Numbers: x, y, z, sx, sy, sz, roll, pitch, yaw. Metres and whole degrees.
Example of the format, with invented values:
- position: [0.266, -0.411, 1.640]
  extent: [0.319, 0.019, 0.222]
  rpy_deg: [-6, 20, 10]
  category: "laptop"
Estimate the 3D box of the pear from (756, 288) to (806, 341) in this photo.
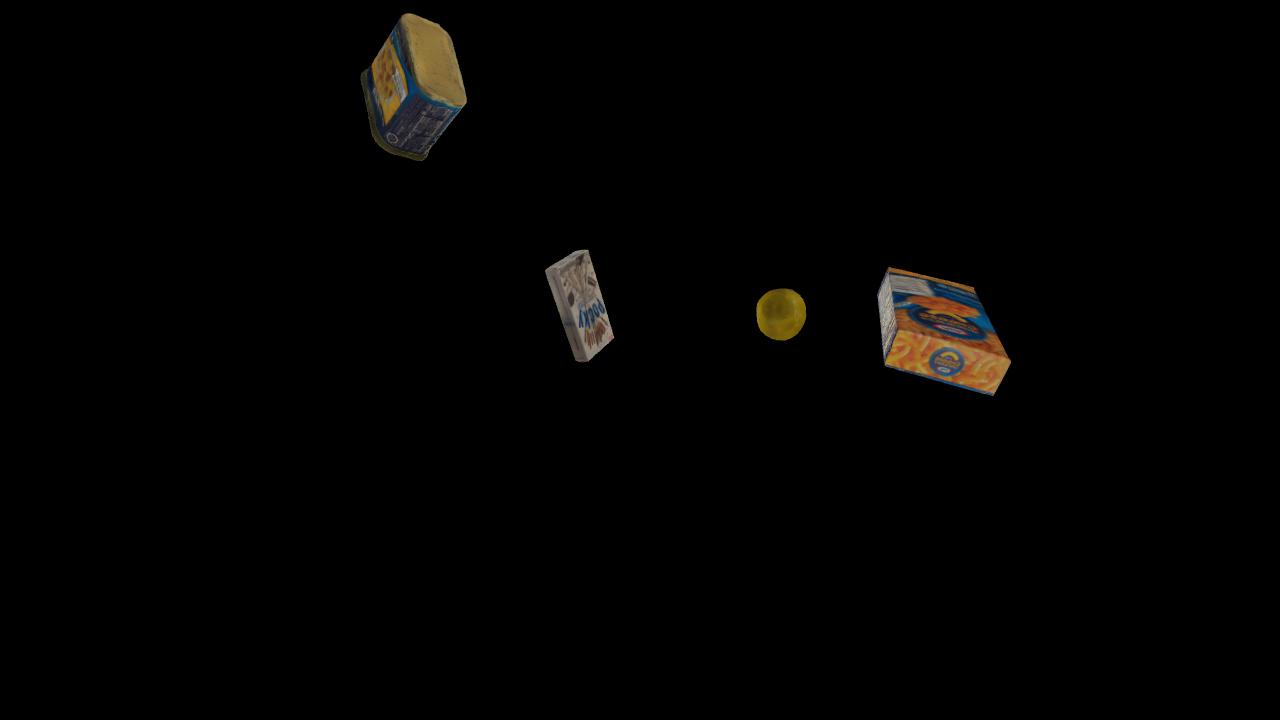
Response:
- position: [0.219, -0.065, 0.948]
  extent: [0.080, 0.080, 0.111]
  rpy_deg: [0, -7, 17]
  category: "pear"

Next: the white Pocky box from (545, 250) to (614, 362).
- position: [-0.090, -0.083, 0.942]
  extent: [0.028, 0.154, 0.084]
  rpy_deg: [0, 29, 33]
  category: "white Pocky box"

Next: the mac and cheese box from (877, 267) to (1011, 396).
- position: [0.279, -0.035, 0.585]
  extent: [0.093, 0.041, 0.184]
  rpy_deg: [17, 29, 10]
  category: "mac and cheese box"

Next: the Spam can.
- position: [-0.215, -0.259, 0.586]
  extent: [0.085, 0.101, 0.058]
  rpy_deg: [-30, -20, 38]
  category: "Spam can"
